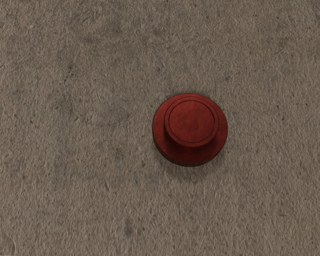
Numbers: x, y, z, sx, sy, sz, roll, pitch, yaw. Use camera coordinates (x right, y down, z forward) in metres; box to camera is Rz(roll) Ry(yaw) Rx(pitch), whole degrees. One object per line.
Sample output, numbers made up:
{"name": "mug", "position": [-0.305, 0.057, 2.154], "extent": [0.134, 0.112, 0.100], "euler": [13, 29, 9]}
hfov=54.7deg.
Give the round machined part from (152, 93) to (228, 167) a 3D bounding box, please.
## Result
{"name": "round machined part", "position": [0.039, -0.002, 0.400], "extent": [0.099, 0.042, 0.098], "euler": [0, 70, -1]}
